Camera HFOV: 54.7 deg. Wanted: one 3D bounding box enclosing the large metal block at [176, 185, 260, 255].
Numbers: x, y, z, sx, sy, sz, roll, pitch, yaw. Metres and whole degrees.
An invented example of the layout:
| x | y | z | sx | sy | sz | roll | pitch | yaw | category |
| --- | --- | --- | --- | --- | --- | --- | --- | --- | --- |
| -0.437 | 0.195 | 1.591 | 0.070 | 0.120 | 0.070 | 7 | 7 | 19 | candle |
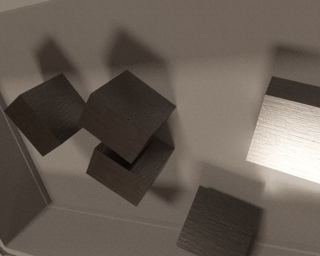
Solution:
| x | y | z | sx | sy | sz | roll | pitch | yaw | category |
| --- | --- | --- | --- | --- | --- | --- | --- | --- | --- |
| 0.076 | 0.132 | 0.405 | 0.080 | 0.080 | 0.050 | 20 | 159 | 16 | large metal block |

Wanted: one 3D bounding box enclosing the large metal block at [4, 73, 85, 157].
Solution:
| x | y | z | sx | sy | sz | roll | pitch | yaw | category |
| --- | --- | --- | --- | --- | --- | --- | --- | --- | --- |
| -0.152 | -0.020 | 0.439 | 0.050 | 0.080 | 0.080 | -29 | 103 | 37 | large metal block |

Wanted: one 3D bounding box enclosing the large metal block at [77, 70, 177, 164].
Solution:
| x | y | z | sx | sy | sz | roll | pitch | yaw | category |
| --- | --- | --- | --- | --- | --- | --- | --- | --- | --- |
| -0.038 | -0.017 | 0.382 | 0.080 | 0.080 | 0.050 | 37 | 129 | 3 | large metal block |

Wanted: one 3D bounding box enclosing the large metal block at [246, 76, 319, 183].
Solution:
| x | y | z | sx | sy | sz | roll | pitch | yaw | category |
| --- | --- | --- | --- | --- | --- | --- | --- | --- | --- |
| 0.142 | 0.001 | 0.318 | 0.080 | 0.050 | 0.079 | 17 | 125 | 18 | large metal block |

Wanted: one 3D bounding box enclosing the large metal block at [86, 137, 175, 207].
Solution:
| x | y | z | sx | sy | sz | roll | pitch | yaw | category |
| --- | --- | --- | --- | --- | --- | --- | --- | --- | --- |
| -0.038 | 0.044 | 0.419 | 0.080 | 0.080 | 0.050 | 32 | 128 | 7 | large metal block |
